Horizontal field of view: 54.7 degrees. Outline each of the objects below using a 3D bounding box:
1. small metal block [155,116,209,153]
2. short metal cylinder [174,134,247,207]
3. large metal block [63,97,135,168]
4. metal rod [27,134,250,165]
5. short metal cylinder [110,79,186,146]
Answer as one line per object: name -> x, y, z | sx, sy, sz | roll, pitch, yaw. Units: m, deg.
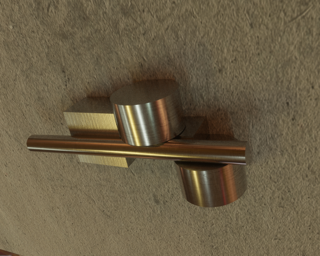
small metal block -> 0.028, 0.008, 0.380 | 0.050, 0.050, 0.025 | 1, 119, 27
short metal cylinder -> 0.060, 0.048, 0.369 | 0.080, 0.080, 0.050 | 0, 118, 28
large metal block -> -0.075, 0.004, 0.428 | 0.080, 0.050, 0.079 | 3, 120, 26
metal rod -> -0.046, 0.024, 0.380 | 0.301, 0.025, 0.025 | 1, 119, 26
short metal cylinder -> -0.013, -0.021, 0.367 | 0.080, 0.080, 0.050 | 2, 120, 27
